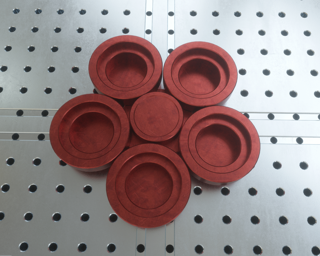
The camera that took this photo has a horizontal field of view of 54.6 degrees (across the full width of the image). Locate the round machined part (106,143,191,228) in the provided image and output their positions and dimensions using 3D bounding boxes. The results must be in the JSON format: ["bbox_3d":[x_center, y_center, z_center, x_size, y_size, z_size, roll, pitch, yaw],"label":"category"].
[{"bbox_3d":[-0.013,0.071,0.376,0.099,0.042,0.098,0,70,0],"label":"round machined part"}]

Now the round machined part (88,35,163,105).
[{"bbox_3d":[-0.046,-0.076,0.430,0.099,0.042,0.098,0,70,0],"label":"round machined part"}]

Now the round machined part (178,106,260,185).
[{"bbox_3d":[0.072,0.024,0.394,0.099,0.042,0.098,0,70,0],"label":"round machined part"}]

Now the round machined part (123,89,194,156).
[{"bbox_3d":[-0.004,-0.008,0.405,0.099,0.042,0.098,0,70,0],"label":"round machined part"}]

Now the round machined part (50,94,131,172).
[{"bbox_3d":[-0.086,0.008,0.399,0.099,0.042,0.098,0,70,0],"label":"round machined part"}]

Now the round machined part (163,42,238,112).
[{"bbox_3d":[0.053,-0.066,0.427,0.099,0.042,0.098,0,70,0],"label":"round machined part"}]
